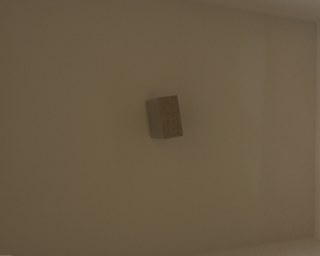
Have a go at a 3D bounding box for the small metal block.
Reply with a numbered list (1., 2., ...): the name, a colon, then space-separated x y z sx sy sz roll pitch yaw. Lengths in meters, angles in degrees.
1. small metal block: 0.004 -0.013 0.395 0.025 0.050 0.050 -9 93 -20
